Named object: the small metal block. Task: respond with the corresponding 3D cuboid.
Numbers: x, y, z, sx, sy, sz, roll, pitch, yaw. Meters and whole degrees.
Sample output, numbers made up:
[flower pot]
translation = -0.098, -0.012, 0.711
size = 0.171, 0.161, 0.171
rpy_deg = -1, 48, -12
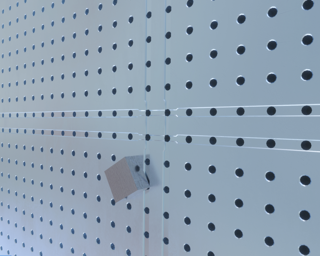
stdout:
[small metal block]
translation = -0.048, 0.074, 0.447
size = 0.050, 0.025, 0.050
rpy_deg = -36, 68, 34
